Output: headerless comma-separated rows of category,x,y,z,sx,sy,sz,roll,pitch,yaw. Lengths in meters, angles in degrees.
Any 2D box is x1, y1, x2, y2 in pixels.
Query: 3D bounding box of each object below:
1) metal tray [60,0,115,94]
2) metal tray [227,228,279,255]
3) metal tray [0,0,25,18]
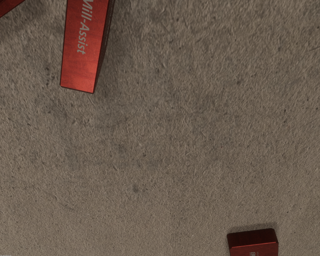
metal tray,-0.058,-0.107,0.272,0.030,0.090,0.129,12,129,-10
metal tray,0.188,0.254,0.624,0.090,0.030,0.129,-10,130,8
metal tray,-0.192,-0.135,0.285,0.130,0.030,0.090,-24,127,19
